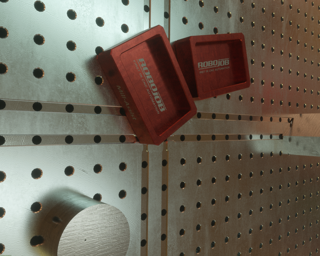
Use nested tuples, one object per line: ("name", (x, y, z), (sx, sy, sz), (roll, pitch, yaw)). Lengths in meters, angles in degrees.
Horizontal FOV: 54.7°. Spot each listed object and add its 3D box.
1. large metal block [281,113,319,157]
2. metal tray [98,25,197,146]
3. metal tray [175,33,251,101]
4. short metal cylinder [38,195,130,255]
("large metal block", (0.314, 0.013, 0.641), (0.080, 0.080, 0.050), (-44, 117, -31))
("metal tray", (-0.011, -0.054, 0.398), (0.091, 0.030, 0.129), (-39, 114, -33))
("metal tray", (0.086, -0.097, 0.480), (0.131, 0.030, 0.089), (-17, 101, -39))
("short metal cylinder", (-0.079, 0.116, 0.328), (0.081, 0.050, 0.079), (0, 90, -40))
